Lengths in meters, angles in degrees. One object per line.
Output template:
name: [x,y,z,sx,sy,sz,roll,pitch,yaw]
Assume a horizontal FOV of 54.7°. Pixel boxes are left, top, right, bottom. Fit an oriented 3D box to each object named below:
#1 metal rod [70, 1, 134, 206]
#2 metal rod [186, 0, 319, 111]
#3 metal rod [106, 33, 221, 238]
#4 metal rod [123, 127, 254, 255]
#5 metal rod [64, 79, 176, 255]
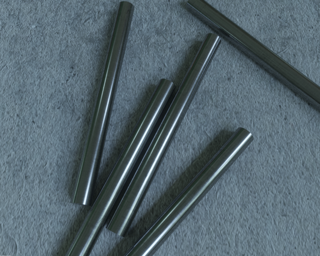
metal rod: [-0.074,-0.047,0.424,0.025,0.025,0.299,8,70,3]
metal rod: [0.156,-0.098,0.444,0.300,0.025,0.025,43,75,14]
metal rod: [0.013,-0.004,0.409,0.025,0.025,0.300,25,72,8]
metal rod: [0.009,0.111,0.367,0.025,0.025,0.301,41,75,13]
metal rod: [-0.054,0.066,0.383,0.025,0.025,0.300,24,72,8]
